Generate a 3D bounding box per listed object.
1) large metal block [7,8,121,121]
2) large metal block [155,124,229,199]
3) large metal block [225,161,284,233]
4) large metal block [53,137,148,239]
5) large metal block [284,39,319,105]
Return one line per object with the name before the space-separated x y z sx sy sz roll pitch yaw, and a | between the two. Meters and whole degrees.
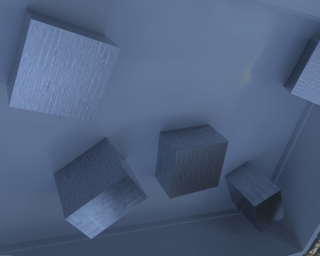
large metal block | -0.096 -0.059 0.303 0.081 0.050 0.079 11 113 -33
large metal block | 0.043 0.046 0.444 0.081 0.050 0.079 -9 122 -24
large metal block | 0.163 0.118 0.535 0.050 0.080 0.080 -30 129 -9
large metal block | -0.074 0.070 0.376 0.080 0.080 0.050 -36 129 -5
large metal block | 0.243 -0.077 0.453 0.080 0.050 0.079 23 110 2
